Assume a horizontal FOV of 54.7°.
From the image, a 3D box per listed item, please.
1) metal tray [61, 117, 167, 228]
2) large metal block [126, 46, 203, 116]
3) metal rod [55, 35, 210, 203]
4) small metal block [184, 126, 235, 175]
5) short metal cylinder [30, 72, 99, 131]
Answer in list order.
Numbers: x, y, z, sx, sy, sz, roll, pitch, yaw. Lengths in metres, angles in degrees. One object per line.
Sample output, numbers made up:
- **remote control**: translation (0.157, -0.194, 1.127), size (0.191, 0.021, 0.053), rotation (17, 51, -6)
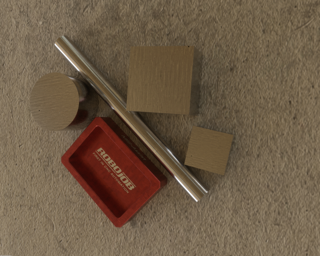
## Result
- **metal tray**: translation (-0.065, 0.058, 0.429), size (0.130, 0.030, 0.090), rotation (46, 104, 14)
- **large metal block**: translation (0.007, -0.058, 0.394), size (0.080, 0.050, 0.079), rotation (5, 92, 19)
- **metal rod**: translation (-0.046, -0.021, 0.425), size (0.025, 0.025, 0.300), rotation (-46, 76, 14)
- **small metal block**: translation (0.063, 0.027, 0.388), size (0.050, 0.025, 0.050), rotation (14, 95, 19)
- **short metal cylinder**: translation (-0.136, -0.036, 0.443), size (0.080, 0.050, 0.079), rotation (0, 90, 19)
